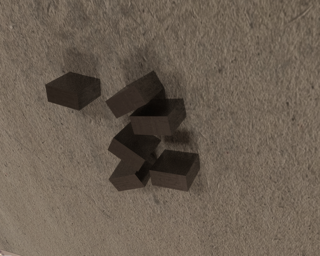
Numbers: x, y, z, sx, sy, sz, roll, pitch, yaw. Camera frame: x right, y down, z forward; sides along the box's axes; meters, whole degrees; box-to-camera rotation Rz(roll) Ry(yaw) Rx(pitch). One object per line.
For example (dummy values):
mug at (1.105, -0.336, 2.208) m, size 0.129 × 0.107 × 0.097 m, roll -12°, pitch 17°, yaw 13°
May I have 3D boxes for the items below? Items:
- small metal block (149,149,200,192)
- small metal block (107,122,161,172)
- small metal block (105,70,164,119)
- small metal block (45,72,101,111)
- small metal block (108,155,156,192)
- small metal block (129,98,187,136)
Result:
small metal block at (0.021, 0.055, 0.413) m, size 0.050 × 0.050 × 0.025 m, roll 6°, pitch 121°, yaw 25°
small metal block at (-0.034, 0.023, 0.421) m, size 0.050 × 0.050 × 0.025 m, roll 35°, pitch 128°, yaw 5°
small metal block at (-0.030, -0.041, 0.380) m, size 0.050 × 0.050 × 0.025 m, roll -23°, pitch 106°, yaw 36°
small metal block at (-0.116, -0.051, 0.418) m, size 0.050 × 0.050 × 0.025 m, roll 16°, pitch 125°, yaw 19°
small metal block at (-0.038, 0.061, 0.445) m, size 0.050 × 0.050 × 0.025 m, roll -17°, pitch 118°, yaw 35°
small metal block at (-0.001, -0.014, 0.381) m, size 0.050 × 0.050 × 0.025 m, roll 1°, pitch 119°, yaw 27°
